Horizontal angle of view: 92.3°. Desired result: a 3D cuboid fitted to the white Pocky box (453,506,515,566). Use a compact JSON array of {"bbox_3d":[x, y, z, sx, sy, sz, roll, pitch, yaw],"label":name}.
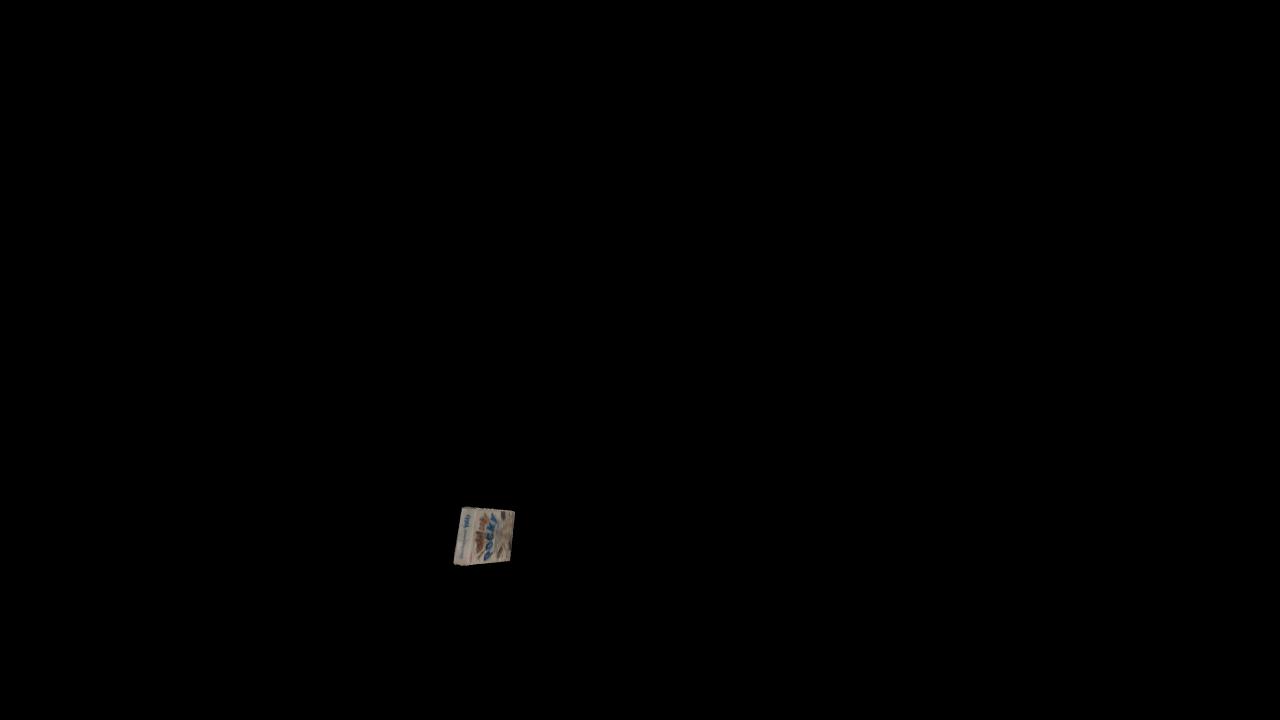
[{"bbox_3d":[-0.242,0.277,0.972,0.028,0.084,0.154,1,-15,12],"label":"white Pocky box"}]
